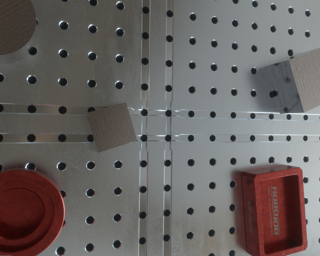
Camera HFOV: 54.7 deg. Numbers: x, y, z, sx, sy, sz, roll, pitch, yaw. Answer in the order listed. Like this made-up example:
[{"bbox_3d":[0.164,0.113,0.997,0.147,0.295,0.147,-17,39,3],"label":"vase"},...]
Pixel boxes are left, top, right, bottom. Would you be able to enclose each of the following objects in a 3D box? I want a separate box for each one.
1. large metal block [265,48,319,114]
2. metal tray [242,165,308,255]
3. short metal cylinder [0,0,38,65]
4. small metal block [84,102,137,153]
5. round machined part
[{"bbox_3d":[0.223,-0.074,0.481,0.081,0.050,0.080,-22,98,-19],"label":"large metal block"},{"bbox_3d":[0.176,0.128,0.474,0.091,0.030,0.129,-5,92,-20],"label":"metal tray"},{"bbox_3d":[-0.176,-0.113,0.334,0.081,0.050,0.080,0,90,-20],"label":"short metal cylinder"},{"bbox_3d":[-0.062,-0.001,0.389,0.050,0.025,0.050,-18,96,-19],"label":"small metal block"},{"bbox_3d":[-0.159,0.093,0.345,0.099,0.042,0.097,0,90,-20],"label":"round machined part"}]
